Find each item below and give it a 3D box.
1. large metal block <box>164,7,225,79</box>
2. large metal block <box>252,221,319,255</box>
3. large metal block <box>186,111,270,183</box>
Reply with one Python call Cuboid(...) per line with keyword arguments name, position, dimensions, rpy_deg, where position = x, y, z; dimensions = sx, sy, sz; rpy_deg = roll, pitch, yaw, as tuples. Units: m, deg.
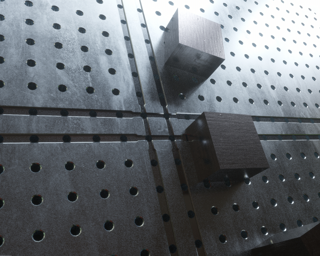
Cuboid(name="large metal block", position=(0.054, -0.137, 0.504), dimensions=(0.081, 0.050, 0.080), rpy_deg=(14, 56, -21))
Cuboid(name="large metal block", position=(0.170, 0.164, 0.363), dimensions=(0.050, 0.080, 0.080), rpy_deg=(-14, 69, -34))
Cuboid(name="large metal block", position=(0.090, 0.027, 0.424), dimensions=(0.081, 0.050, 0.080), rpy_deg=(2, 61, -27))
